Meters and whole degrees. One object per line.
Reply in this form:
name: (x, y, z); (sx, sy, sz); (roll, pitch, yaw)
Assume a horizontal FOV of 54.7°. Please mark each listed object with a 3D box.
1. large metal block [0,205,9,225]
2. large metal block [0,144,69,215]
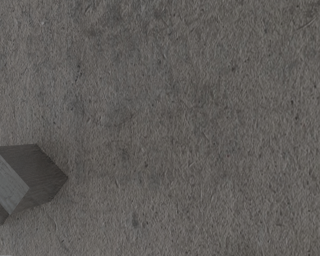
large metal block: (-0.276, 0.106, 0.493); (0.080, 0.050, 0.080); (42, 103, 15)
large metal block: (-0.197, 0.070, 0.449); (0.080, 0.080, 0.050); (42, 103, 15)
